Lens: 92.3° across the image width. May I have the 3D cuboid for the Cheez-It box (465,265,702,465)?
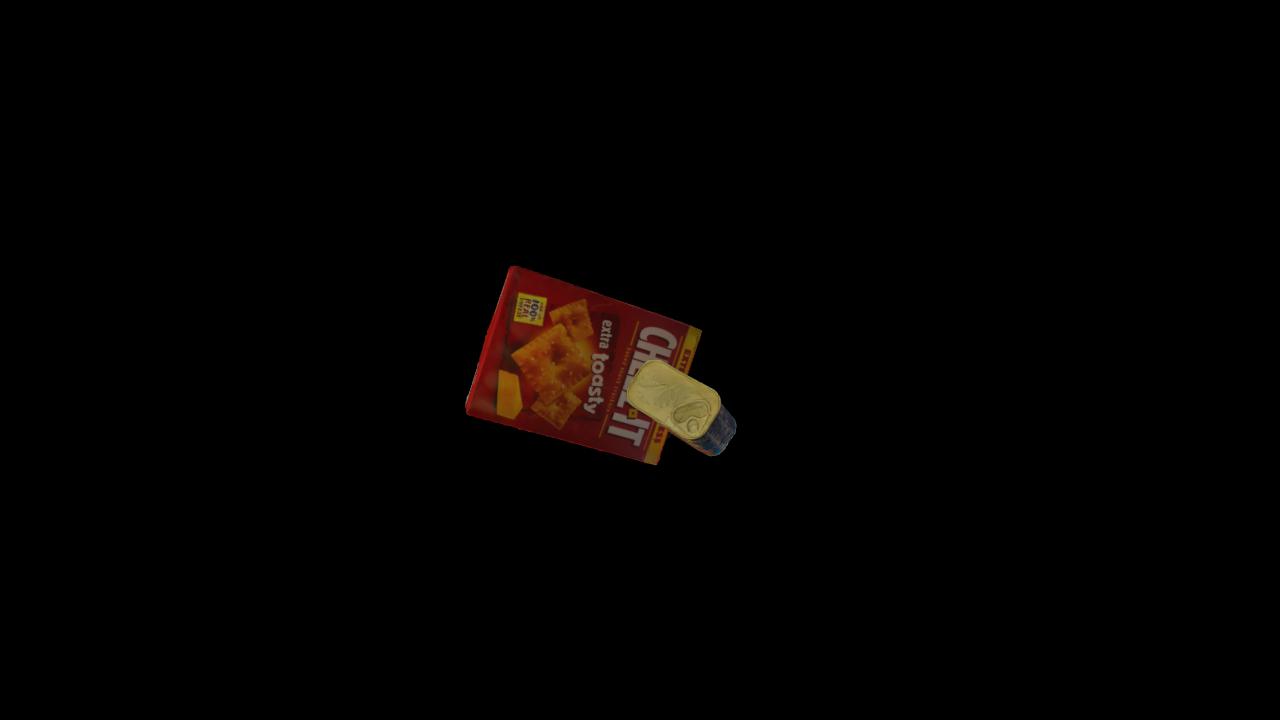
[{"bbox_3d":[-0.062,0.008,0.685,0.223,0.166,0.071,18,5,-18],"label":"Cheez-It box"}]

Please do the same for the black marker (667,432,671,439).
[{"bbox_3d":[-0.017,0.062,0.732,0.121,0.020,0.020,27,8,16],"label":"black marker"}]

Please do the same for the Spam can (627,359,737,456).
[{"bbox_3d":[0.047,0.053,0.658,0.101,0.058,0.085,31,-7,29],"label":"Spam can"}]
